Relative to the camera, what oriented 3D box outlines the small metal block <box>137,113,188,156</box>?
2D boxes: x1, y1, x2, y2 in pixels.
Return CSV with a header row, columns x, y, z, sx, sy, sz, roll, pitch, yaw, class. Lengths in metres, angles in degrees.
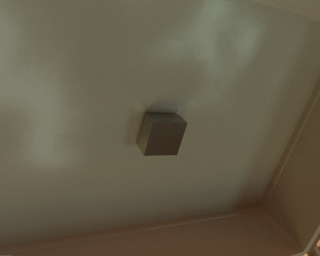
x,y,z,sx,sy,sz,roll,pitch,yaw,class
0.002,0.009,0.410,0.050,0.025,0.050,2,118,-29,small metal block
